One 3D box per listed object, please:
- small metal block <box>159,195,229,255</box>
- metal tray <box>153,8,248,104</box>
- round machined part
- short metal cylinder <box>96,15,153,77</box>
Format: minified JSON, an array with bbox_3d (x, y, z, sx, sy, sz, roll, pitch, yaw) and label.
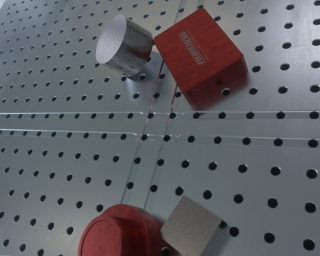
[{"bbox_3d":[0.035,0.107,0.325,0.050,0.025,0.050,27,76,37],"label":"small metal block"},{"bbox_3d":[0.053,-0.107,0.443,0.090,0.030,0.130,-30,52,8],"label":"metal tray"},{"bbox_3d":[-0.049,0.130,0.328,0.098,0.042,0.098,-20,57,35],"label":"round machined part"},{"bbox_3d":[-0.056,-0.127,0.482,0.080,0.050,0.080,-24,57,42],"label":"short metal cylinder"}]
